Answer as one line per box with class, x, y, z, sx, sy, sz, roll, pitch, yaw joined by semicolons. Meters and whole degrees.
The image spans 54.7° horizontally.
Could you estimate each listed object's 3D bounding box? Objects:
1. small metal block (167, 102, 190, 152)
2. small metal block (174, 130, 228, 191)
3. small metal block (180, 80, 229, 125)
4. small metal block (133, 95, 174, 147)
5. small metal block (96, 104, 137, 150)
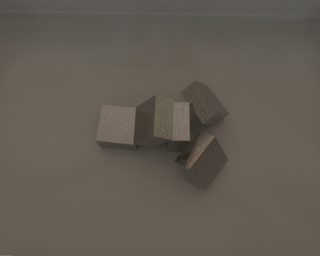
small metal block;0.023;0.000;0.395;0.025;0.050;0.050;1;70;0
small metal block;0.052;0.040;0.378;0.025;0.050;0.050;23;67;45
small metal block;0.059;-0.032;0.404;0.025;0.050;0.050;-40;73;20
small metal block;-0.008;-0.007;0.378;0.025;0.050;0.050;13;70;-29
small metal block;-0.053;-0.001;0.406;0.050;0.025;0.050;6;70;2
